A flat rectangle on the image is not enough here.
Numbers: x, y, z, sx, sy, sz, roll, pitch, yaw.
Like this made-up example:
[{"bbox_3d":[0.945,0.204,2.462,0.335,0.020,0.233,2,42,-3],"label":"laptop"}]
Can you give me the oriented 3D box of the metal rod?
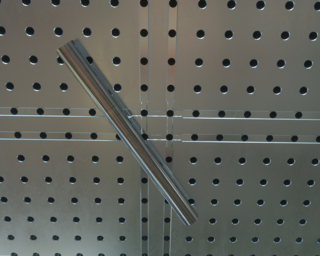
[{"bbox_3d":[-0.035,0.018,0.419,0.025,0.025,0.300,-31,107,11],"label":"metal rod"}]
